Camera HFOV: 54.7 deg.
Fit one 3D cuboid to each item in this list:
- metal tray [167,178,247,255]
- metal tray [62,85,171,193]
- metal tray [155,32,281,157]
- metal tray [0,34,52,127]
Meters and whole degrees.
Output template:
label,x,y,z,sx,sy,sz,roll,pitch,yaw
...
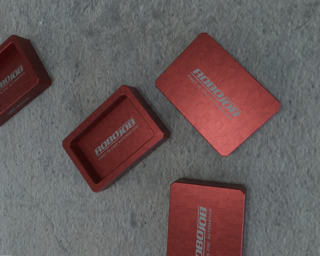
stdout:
label,x,y,z,sx,sy,sz,roll,pitch,yaw
metal tray,0.057,0.133,0.386,0.090,0.030,0.129,3,91,19
metal tray,-0.062,0.016,0.427,0.130,0.030,0.090,-40,78,15
metal tray,0.069,-0.041,0.382,0.090,0.030,0.130,-45,77,14
metal tray,-0.244,-0.072,0.490,0.130,0.030,0.090,-34,79,16
